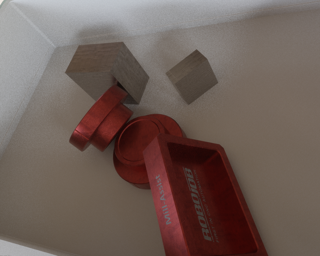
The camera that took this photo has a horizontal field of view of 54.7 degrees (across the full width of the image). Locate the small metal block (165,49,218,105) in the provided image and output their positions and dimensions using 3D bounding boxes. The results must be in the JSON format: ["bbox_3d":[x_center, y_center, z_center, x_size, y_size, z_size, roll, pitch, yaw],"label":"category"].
[{"bbox_3d":[0.043,-0.066,0.407,0.050,0.050,0.025,-37,51,3],"label":"small metal block"}]

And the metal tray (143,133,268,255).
[{"bbox_3d":[0.040,0.070,0.297,0.030,0.091,0.130,-49,42,37],"label":"metal tray"}]

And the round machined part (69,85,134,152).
[{"bbox_3d":[-0.072,-0.007,0.412,0.042,0.098,0.098,38,81,-4],"label":"round machined part"}]

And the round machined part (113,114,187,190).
[{"bbox_3d":[-0.017,0.024,0.388,0.098,0.042,0.098,-13,56,20],"label":"round machined part"}]

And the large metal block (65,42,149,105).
[{"bbox_3d":[-0.075,-0.078,0.456,0.080,0.080,0.050,5,64,30],"label":"large metal block"}]
